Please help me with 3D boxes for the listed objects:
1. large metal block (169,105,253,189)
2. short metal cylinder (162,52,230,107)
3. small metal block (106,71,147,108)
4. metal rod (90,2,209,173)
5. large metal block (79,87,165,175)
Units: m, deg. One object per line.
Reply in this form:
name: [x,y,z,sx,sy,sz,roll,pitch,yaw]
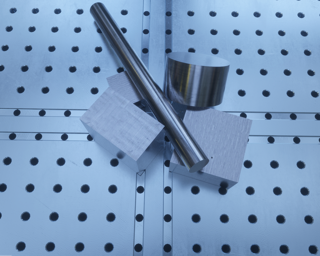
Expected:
large metal block: [0.062,0.023,0.390,0.080,0.050,0.080,17,71,5]
short metal cylinder: [0.045,-0.065,0.400,0.080,0.080,0.050,8,114,2]
small metal block: [-0.040,-0.052,0.431,0.050,0.025,0.050,-23,72,-9]
metal rod: [-0.027,-0.071,0.405,0.025,0.025,0.299,-26,61,-10]
large metal block: [-0.042,0.007,0.379,0.080,0.080,0.050,35,74,11]
